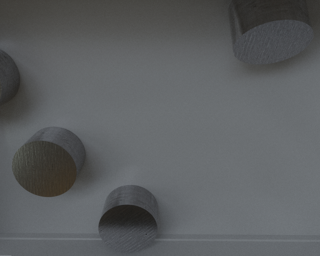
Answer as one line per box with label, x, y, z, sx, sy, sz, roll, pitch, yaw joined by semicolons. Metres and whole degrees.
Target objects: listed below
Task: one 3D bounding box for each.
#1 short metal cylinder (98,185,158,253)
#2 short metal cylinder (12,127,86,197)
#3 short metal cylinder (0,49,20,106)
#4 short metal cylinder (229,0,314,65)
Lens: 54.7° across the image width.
short metal cylinder;-0.044;0.130;0.445;0.081;0.050;0.079;0;110;0
short metal cylinder;-0.145;0.044;0.413;0.081;0.050;0.079;0;110;0
short metal cylinder;-0.221;-0.059;0.374;0.081;0.050;0.079;0;110;0
short metal cylinder;0.117;-0.111;0.335;0.080;0.080;0.050;-2;71;1
